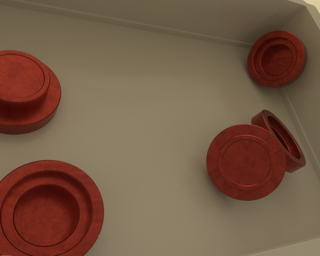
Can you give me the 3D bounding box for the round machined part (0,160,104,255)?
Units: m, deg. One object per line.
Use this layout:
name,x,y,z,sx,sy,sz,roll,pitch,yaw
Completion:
round machined part,-0.106,0.083,0.288,0.099,0.042,0.098,14,56,-21

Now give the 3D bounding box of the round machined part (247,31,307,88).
round machined part,0.211,-0.119,0.553,0.042,0.098,0.098,3,59,-50

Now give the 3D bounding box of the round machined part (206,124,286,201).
round machined part,0.108,0.043,0.393,0.098,0.042,0.097,-1,85,12

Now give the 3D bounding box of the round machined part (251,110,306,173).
round machined part,0.166,0.024,0.458,0.098,0.042,0.098,34,33,-26

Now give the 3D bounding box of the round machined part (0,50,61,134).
round machined part,-0.159,-0.046,0.338,0.099,0.042,0.098,14,56,-21
